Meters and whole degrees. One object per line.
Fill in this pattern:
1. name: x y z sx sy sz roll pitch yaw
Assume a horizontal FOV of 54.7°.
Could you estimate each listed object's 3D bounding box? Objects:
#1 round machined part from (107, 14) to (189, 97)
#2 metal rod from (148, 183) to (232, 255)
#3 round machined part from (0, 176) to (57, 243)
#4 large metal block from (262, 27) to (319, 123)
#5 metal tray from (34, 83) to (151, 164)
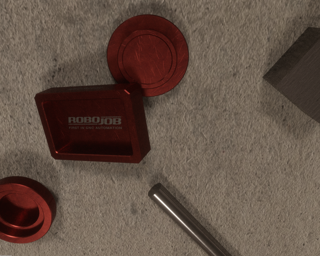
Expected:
1. round machined part: -0.014 -0.084 0.370 0.099 0.042 0.097 0 110 -1
2. metal rod: 0.090 0.194 0.482 0.025 0.025 0.300 -39 106 13
3. round machined part: -0.196 0.110 0.439 0.099 0.042 0.097 0 110 -1
4. large metal block: 0.189 -0.063 0.376 0.080 0.050 0.080 36 106 -13
5. metal tray: -0.082 -0.005 0.380 0.130 0.030 0.089 0 112 21
